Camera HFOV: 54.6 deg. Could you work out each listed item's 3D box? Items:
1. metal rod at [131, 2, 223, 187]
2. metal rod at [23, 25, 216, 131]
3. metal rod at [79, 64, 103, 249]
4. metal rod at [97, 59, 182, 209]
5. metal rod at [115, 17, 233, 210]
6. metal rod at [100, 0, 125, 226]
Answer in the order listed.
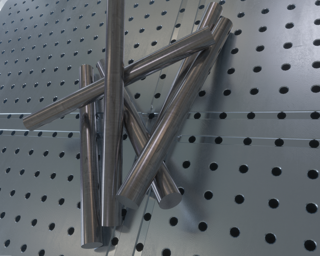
[{"bbox_3d":[0.027,-0.055,0.428,0.025,0.025,0.300,11,67,33],"label":"metal rod"},{"bbox_3d":[-0.067,-0.063,0.434,0.300,0.025,0.025,-23,53,16],"label":"metal rod"},{"bbox_3d":[-0.104,0.019,0.452,0.025,0.025,0.300,-22,53,15],"label":"metal rod"},{"bbox_3d":[-0.042,-0.017,0.417,0.025,0.025,0.300,-35,44,5],"label":"metal rod"},{"bbox_3d":[0.032,-0.040,0.372,0.025,0.025,0.301,7,51,31],"label":"metal rod"},{"bbox_3d":[-0.059,-0.031,0.397,0.025,0.025,0.299,-5,79,26],"label":"metal rod"}]
